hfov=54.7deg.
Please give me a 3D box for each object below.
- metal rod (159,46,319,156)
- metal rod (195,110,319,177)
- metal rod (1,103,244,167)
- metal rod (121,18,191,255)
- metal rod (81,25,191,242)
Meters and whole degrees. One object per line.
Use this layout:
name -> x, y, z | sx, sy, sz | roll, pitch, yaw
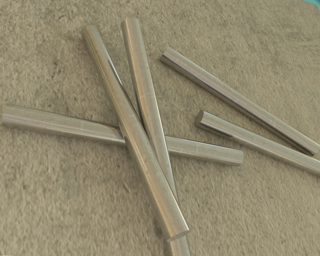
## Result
metal rod -> 0.133, -0.039, 0.501 | 0.301, 0.025, 0.025 | 31, 52, -9
metal rod -> 0.191, 0.039, 0.485 | 0.302, 0.025, 0.025 | 22, 54, -16
metal rod -> -0.026, 0.014, 0.382 | 0.302, 0.025, 0.025 | 12, 57, -22
metal rod -> -0.007, 0.007, 0.363 | 0.025, 0.025, 0.299 | -4, 74, -30
metal rod -> -0.040, -0.016, 0.362 | 0.025, 0.025, 0.299 | -7, 56, -32
